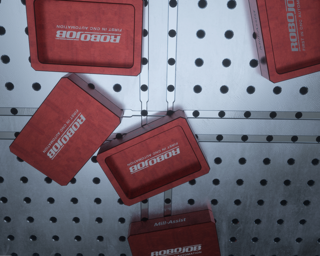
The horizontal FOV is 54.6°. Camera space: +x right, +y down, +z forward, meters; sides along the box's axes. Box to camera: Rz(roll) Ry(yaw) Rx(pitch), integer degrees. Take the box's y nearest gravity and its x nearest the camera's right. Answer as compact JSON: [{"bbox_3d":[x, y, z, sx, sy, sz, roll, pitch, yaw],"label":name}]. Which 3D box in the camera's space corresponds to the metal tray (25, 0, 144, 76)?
[{"bbox_3d":[-0.085,-0.112,0.368,0.131,0.030,0.089,3,110,-1],"label":"metal tray"}]

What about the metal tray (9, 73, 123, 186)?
[{"bbox_3d":[-0.123,0.004,0.411,0.090,0.030,0.130,39,105,-13],"label":"metal tray"}]

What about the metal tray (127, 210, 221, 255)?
[{"bbox_3d":[0.024,0.181,0.478,0.131,0.030,0.090,-11,110,4],"label":"metal tray"}]

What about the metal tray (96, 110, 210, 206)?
[{"bbox_3d":[-0.009,0.043,0.426,0.130,0.030,0.090,-24,108,8],"label":"metal tray"}]

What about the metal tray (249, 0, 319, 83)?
[{"bbox_3d":[0.159,-0.127,0.364,0.090,0.030,0.129,-15,110,5],"label":"metal tray"}]
